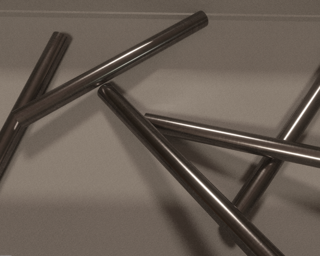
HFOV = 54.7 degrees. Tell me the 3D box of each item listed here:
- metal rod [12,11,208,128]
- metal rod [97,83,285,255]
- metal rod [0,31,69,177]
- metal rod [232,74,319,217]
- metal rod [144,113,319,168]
[{"bbox_3d":[-0.056,-0.088,0.430,0.302,0.025,0.025,-33,74,-16],"label":"metal rod"},{"bbox_3d":[0.017,0.038,0.352,0.025,0.025,0.300,-38,58,-13],"label":"metal rod"},{"bbox_3d":[-0.192,0.000,0.407,0.025,0.025,0.299,17,71,6],"label":"metal rod"},{"bbox_3d":[0.173,0.007,0.409,0.025,0.025,0.300,36,74,12],"label":"metal rod"},{"bbox_3d":[0.124,0.021,0.379,0.301,0.025,0.025,12,70,13],"label":"metal rod"}]
